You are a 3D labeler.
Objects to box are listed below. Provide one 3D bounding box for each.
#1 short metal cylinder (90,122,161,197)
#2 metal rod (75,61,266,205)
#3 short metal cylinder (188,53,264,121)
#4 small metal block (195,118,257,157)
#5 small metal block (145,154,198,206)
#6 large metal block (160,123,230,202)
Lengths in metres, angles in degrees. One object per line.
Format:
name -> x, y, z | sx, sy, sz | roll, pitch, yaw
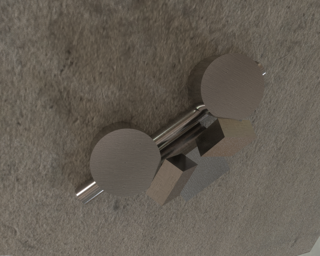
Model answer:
short metal cylinder -> -0.043, 0.036, 0.374 | 0.081, 0.050, 0.079 | -2, 100, -13
metal rod -> 0.018, 0.004, 0.421 | 0.301, 0.025, 0.025 | -36, 129, -5
short metal cylinder -> 0.081, -0.051, 0.387 | 0.081, 0.050, 0.079 | -2, 100, -12
small metal block -> 0.080, 0.013, 0.381 | 0.050, 0.025, 0.050 | 2, 148, -30
small metal block -> 0.015, 0.061, 0.376 | 0.050, 0.025, 0.050 | -61, 159, 16
large metal block -> 0.043, 0.046, 0.444 | 0.080, 0.050, 0.080 | -36, 130, -5
